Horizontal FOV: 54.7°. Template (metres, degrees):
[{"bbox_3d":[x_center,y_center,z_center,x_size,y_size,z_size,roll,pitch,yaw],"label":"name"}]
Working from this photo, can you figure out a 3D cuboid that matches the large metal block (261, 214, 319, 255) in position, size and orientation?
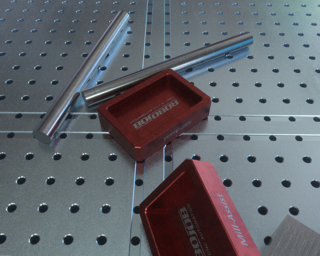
[{"bbox_3d":[0.127,0.140,0.275,0.080,0.050,0.080,32,57,23],"label":"large metal block"}]

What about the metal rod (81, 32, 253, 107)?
[{"bbox_3d":[0.023,-0.099,0.490,0.302,0.025,0.025,-24,54,-19],"label":"metal rod"}]

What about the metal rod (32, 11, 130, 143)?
[{"bbox_3d":[-0.110,-0.099,0.488,0.025,0.025,0.300,13,51,10],"label":"metal rod"}]

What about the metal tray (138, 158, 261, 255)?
[{"bbox_3d":[0.033,0.104,0.278,0.030,0.090,0.130,15,39,-39],"label":"metal tray"}]

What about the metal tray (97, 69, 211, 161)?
[{"bbox_3d":[-0.006,-0.023,0.423,0.131,0.030,0.090,-33,58,-25],"label":"metal tray"}]
